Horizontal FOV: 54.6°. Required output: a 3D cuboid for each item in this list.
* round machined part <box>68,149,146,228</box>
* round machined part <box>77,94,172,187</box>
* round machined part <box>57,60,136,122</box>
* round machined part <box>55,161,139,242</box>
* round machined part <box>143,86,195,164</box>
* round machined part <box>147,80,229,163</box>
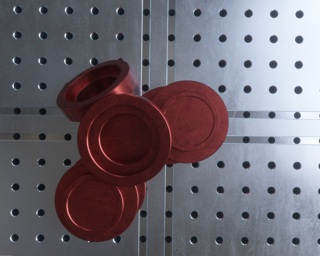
[{"bbox_3d":[-0.067,0.075,0.384,0.099,0.042,0.097,0,90,0],"label":"round machined part"},{"bbox_3d":[-0.036,0.011,0.341,0.098,0.042,0.097,0,98,3],"label":"round machined part"},{"bbox_3d":[-0.074,-0.040,0.385,0.098,0.098,0.042,-27,125,0],"label":"round machined part"},{"bbox_3d":[-0.074,0.085,0.362,0.099,0.042,0.097,0,90,0],"label":"round machined part"},{"bbox_3d":[0.010,-0.003,0.384,0.099,0.042,0.097,0,90,0],"label":"round machined part"},{"bbox_3d":[0.032,-0.007,0.362,0.099,0.042,0.097,0,89,0],"label":"round machined part"}]
